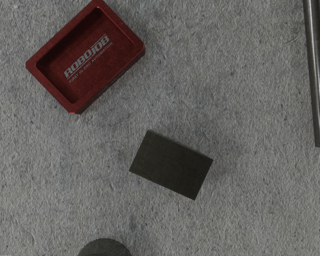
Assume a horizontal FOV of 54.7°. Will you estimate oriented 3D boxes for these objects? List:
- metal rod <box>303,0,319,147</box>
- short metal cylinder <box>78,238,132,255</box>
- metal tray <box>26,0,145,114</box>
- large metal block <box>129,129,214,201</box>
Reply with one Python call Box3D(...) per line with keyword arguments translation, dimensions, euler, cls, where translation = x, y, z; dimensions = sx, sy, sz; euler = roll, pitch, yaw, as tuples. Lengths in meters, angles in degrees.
Box3D(translation=(0.207, -0.124, 0.411), dimensions=(0.025, 0.025, 0.298), euler=(-5, 90, 0), cls="metal rod")
Box3D(translation=(-0.075, 0.190, 0.397), dimensions=(0.081, 0.050, 0.080), euler=(0, 90, 0), cls="short metal cylinder")
Box3D(translation=(-0.095, -0.092, 0.406), dimensions=(0.130, 0.030, 0.090), euler=(-43, 90, 0), cls="metal tray")
Box3D(translation=(0.012, 0.041, 0.383), dimensions=(0.080, 0.080, 0.050), euler=(24, 90, 0), cls="large metal block")
